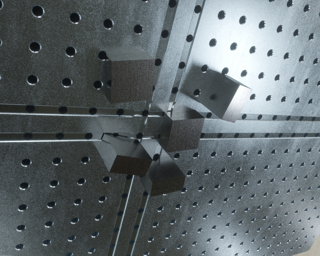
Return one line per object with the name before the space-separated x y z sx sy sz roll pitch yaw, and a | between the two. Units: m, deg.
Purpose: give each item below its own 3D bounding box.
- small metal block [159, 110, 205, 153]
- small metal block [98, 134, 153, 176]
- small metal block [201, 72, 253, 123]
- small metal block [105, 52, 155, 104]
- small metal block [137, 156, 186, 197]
small metal block | 0.030 0.004 0.432 0.050 0.025 0.050 -5 121 -26
small metal block | -0.045 0.034 0.393 0.050 0.050 0.025 13 112 -34
small metal block | 0.089 -0.042 0.420 0.025 0.050 0.050 12 112 -34
small metal block | -0.035 -0.058 0.357 0.050 0.025 0.050 -9 122 -24
small metal block | 0.000 0.067 0.439 0.050 0.050 0.025 -6 121 -26
